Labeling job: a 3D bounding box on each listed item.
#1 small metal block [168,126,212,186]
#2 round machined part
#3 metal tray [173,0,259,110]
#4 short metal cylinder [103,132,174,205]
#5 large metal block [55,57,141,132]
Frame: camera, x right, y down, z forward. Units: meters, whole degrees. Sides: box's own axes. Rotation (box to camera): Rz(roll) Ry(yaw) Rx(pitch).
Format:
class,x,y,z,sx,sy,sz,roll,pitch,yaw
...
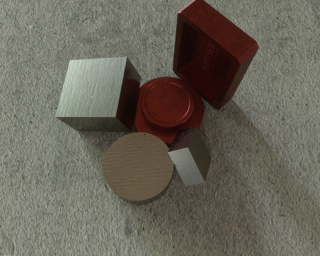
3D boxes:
class,x,y,z,sx,sy,sz,roll,pitch,yaw
small metal block,0.037,0.033,0.373,0.025,0.050,0.050,-17,112,26
round machined part,0.009,-0.026,0.411,0.099,0.042,0.098,0,70,-1
metal tray,0.060,-0.084,0.384,0.030,0.130,0.090,-43,76,-14
short metal cylinder,-0.025,0.051,0.378,0.081,0.050,0.080,0,70,0
large metal block,-0.076,-0.041,0.397,0.080,0.050,0.080,1,69,18
